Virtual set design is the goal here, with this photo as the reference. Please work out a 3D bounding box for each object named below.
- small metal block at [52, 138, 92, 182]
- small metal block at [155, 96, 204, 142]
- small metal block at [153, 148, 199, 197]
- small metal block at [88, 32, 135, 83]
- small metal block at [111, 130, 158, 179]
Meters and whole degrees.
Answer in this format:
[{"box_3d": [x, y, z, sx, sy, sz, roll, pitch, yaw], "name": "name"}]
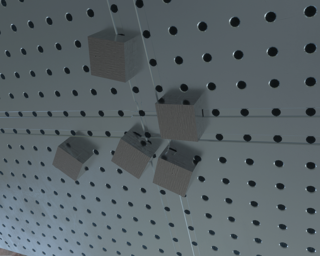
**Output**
[{"box_3d": [-0.148, 0.054, 0.520, 0.050, 0.025, 0.050, 35, 129, 5], "name": "small metal block"}, {"box_3d": [0.025, -0.012, 0.389, 0.050, 0.025, 0.050, 4, 121, 25], "name": "small metal block"}, {"box_3d": [0.021, 0.063, 0.438, 0.050, 0.025, 0.050, 22, 127, 14], "name": "small metal block"}, {"box_3d": [-0.060, -0.089, 0.386, 0.050, 0.025, 0.050, 15, 125, 19], "name": "small metal block"}, {"box_3d": [-0.038, 0.039, 0.454, 0.050, 0.025, 0.050, 33, 128, 6], "name": "small metal block"}]
